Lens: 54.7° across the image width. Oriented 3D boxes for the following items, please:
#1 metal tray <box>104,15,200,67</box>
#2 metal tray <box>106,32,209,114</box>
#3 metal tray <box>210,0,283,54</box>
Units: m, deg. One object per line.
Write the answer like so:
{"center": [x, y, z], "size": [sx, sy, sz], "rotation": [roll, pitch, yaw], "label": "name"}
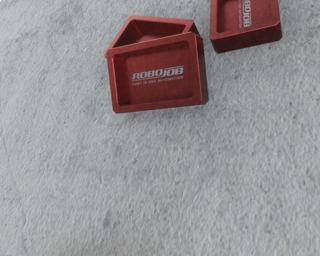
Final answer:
{"center": [-0.014, -0.130, 0.486], "size": [0.130, 0.030, 0.090], "rotation": [19, 71, 35], "label": "metal tray"}
{"center": [-0.005, -0.070, 0.416], "size": [0.130, 0.030, 0.089], "rotation": [-4, 94, 25], "label": "metal tray"}
{"center": [0.120, -0.173, 0.442], "size": [0.090, 0.030, 0.130], "rotation": [-7, 58, 24], "label": "metal tray"}
